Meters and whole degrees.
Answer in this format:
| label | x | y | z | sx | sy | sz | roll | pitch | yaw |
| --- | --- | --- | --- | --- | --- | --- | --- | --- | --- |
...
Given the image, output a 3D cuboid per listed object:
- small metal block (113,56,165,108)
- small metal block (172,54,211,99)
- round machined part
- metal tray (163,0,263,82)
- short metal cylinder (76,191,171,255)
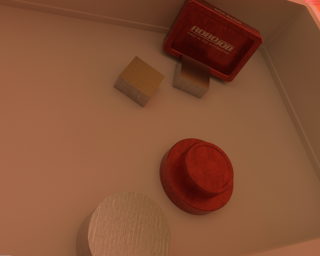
| label | x | y | z | sx | sy | sz | roll | pitch | yaw |
| --- | --- | --- | --- | --- | --- | --- | --- | --- | --- |
| small metal block | -0.028 | -0.065 | 0.431 | 0.050 | 0.025 | 0.050 | 35 | 51 | -6 |
| small metal block | 0.050 | -0.080 | 0.483 | 0.050 | 0.025 | 0.050 | 22 | 54 | -16 |
| round machined part | 0.053 | 0.056 | 0.391 | 0.099 | 0.042 | 0.098 | 14 | 56 | -21 |
| metal tray | 0.081 | -0.138 | 0.490 | 0.131 | 0.089 | 0.030 | 23 | 38 | -15 |
| short metal cylinder | -0.037 | 0.109 | 0.305 | 0.081 | 0.050 | 0.080 | 14 | 56 | -21 |
